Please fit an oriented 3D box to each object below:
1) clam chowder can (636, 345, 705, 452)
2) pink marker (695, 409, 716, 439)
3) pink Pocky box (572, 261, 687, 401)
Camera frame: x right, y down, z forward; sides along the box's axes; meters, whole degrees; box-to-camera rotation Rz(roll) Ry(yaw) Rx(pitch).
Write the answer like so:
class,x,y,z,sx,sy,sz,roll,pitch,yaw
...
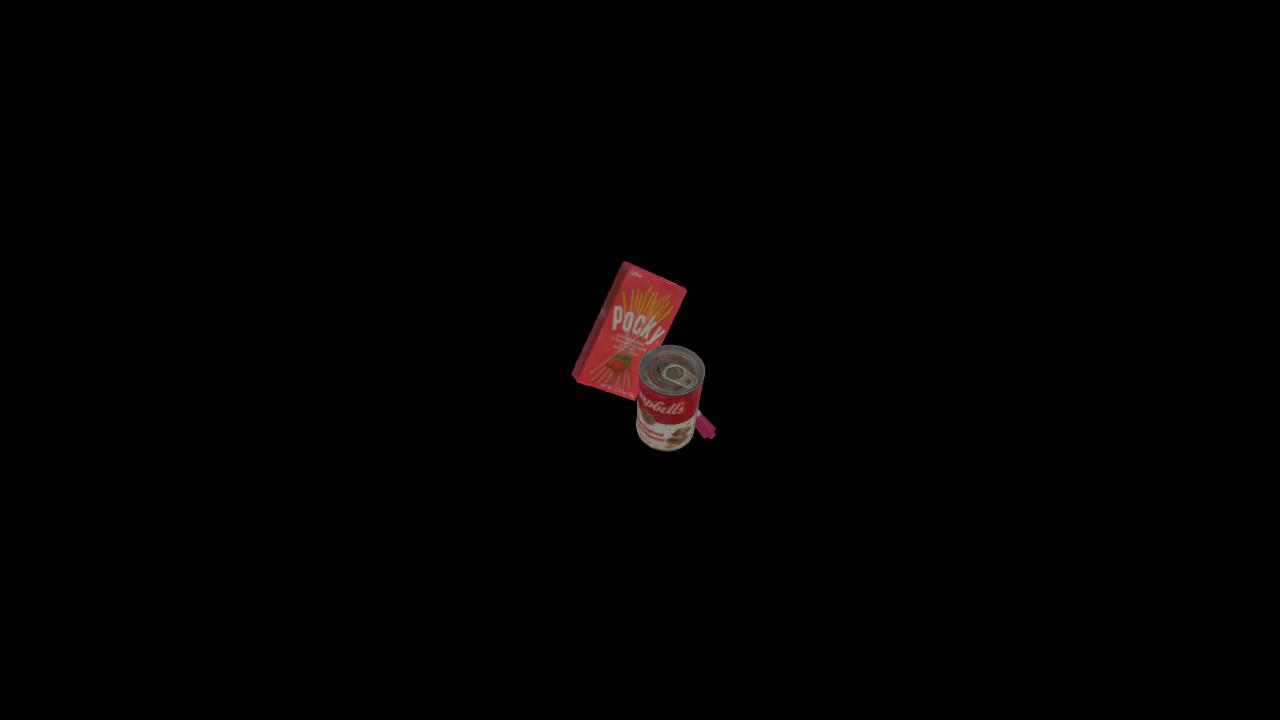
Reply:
class,x,y,z,sx,sy,sz,roll,pitch,yaw
clam chowder can,0.030,0.043,0.654,0.068,0.068,0.102,0,-42,-3
pink marker,0.047,0.047,0.729,0.121,0.020,0.020,48,24,23
pink Pocky box,-0.013,-0.033,0.743,0.084,0.155,0.029,20,11,-26
